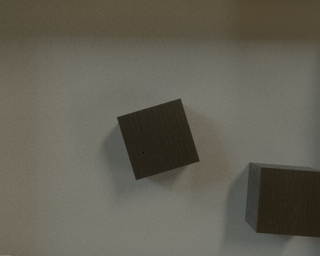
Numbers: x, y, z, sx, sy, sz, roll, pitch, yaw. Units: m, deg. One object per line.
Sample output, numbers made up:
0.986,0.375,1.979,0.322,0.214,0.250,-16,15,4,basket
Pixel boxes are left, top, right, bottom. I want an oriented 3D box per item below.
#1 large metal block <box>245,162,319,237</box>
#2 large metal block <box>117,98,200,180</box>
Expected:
0.160,0.090,0.400,0.080,0.050,0.080,4,90,0,large metal block
-0.002,0.013,0.399,0.080,0.050,0.080,-17,90,0,large metal block
